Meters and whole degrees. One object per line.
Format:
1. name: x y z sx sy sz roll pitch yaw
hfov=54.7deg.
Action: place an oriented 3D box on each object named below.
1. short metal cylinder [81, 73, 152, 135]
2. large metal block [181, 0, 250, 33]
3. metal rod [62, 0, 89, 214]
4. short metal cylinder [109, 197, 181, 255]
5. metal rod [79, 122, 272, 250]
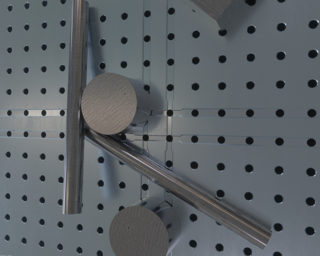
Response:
1. short metal cylinder: -0.058 -0.031 0.420 0.080 0.050 0.079 0 90 20
2. large metal block: 0.069 -0.178 0.375 0.080 0.050 0.080 43 103 14
3. metal rod: -0.116 -0.035 0.431 0.025 0.025 0.298 -3 81 20
4. short metal cylinder: -0.019 0.136 0.406 0.080 0.050 0.079 0 90 20
5. metal rod: 0.002 0.064 0.411 0.301 0.025 0.025 29 100 17
